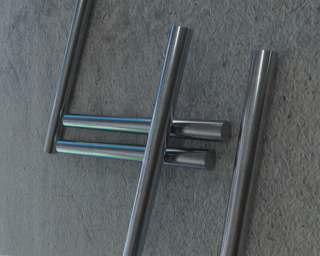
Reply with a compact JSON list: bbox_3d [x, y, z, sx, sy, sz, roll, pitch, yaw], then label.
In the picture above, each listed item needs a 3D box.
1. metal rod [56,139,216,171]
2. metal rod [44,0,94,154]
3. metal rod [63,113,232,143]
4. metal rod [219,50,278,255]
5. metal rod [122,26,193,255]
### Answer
[{"bbox_3d":[-0.058,0.034,0.452,0.300,0.025,0.025,1,91,40],"label":"metal rod"},{"bbox_3d":[-0.158,-0.095,0.535,0.025,0.025,0.298,28,108,36],"label":"metal rod"},{"bbox_3d":[-0.042,-0.005,0.439,0.300,0.025,0.025,4,93,40],"label":"metal rod"},{"bbox_3d":[0.088,0.069,0.332,0.025,0.025,0.298,13,98,39],"label":"metal rod"},{"bbox_3d":[-0.006,0.031,0.376,0.025,0.025,0.298,21,103,38],"label":"metal rod"}]
